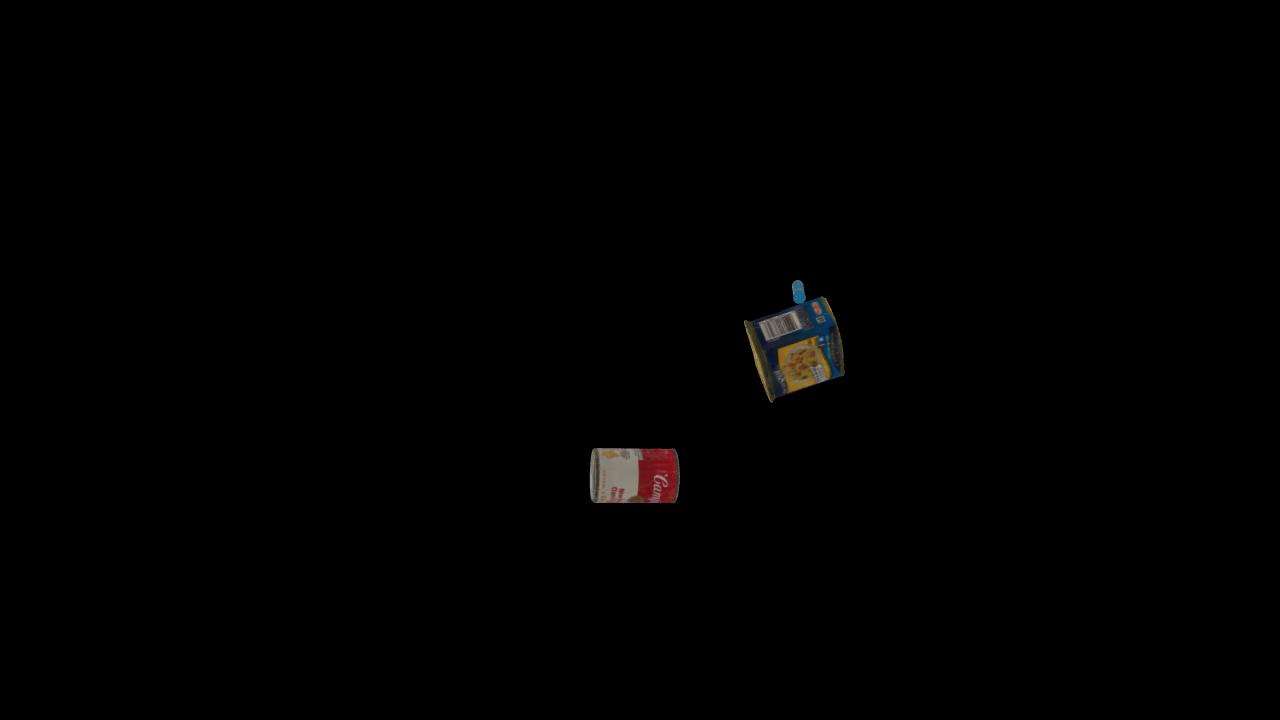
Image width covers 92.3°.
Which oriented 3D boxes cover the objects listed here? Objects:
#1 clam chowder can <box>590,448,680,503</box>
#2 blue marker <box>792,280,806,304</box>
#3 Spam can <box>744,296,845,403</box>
[{"bbox_3d":[-0.008,0.141,0.755,0.102,0.068,0.068,3,0,-10],"label":"clam chowder can"},{"bbox_3d":[0.252,-0.108,0.976,0.020,0.020,0.121,0,16,13],"label":"blue marker"},{"bbox_3d":[0.163,-0.010,0.646,0.085,0.058,0.101,-19,-40,8],"label":"Spam can"}]
